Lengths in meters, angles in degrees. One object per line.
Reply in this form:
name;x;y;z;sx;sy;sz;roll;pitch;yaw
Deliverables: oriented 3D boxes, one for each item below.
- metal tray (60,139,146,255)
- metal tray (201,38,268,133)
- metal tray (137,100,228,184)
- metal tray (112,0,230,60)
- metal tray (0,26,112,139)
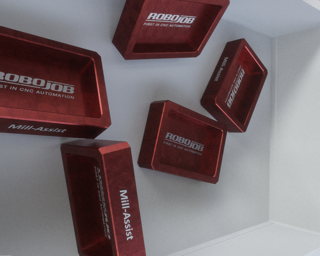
metal tray;-0.059;0.078;0.314;0.030;0.090;0.129;-13;98;-40
metal tray;0.125;-0.068;0.507;0.090;0.030;0.130;40;66;-33
metal tray;0.037;0.023;0.433;0.131;0.030;0.090;20;78;-38
metal tray;0.015;-0.129;0.378;0.131;0.089;0.030;-13;56;-39
metal tray;-0.114;-0.040;0.285;0.131;0.030;0.090;7;62;-40
